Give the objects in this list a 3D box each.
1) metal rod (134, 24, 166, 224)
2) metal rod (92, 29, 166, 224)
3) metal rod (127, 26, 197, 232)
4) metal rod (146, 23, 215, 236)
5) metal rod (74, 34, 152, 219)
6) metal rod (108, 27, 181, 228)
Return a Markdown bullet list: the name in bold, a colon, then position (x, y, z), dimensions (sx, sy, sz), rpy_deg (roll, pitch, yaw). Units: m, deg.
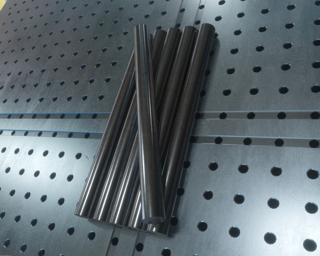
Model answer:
- **metal rod**: position (-0.018, -0.029, 0.404), dimensions (0.025, 0.025, 0.300), rpy_deg (-18, 55, 18)
- **metal rod**: position (-0.034, -0.018, 0.437), dimensions (0.025, 0.025, 0.300), rpy_deg (1, 62, 29)
- **metal rod**: position (0.010, -0.016, 0.415), dimensions (0.025, 0.025, 0.300), rpy_deg (1, 62, 29)
- **metal rod**: position (0.033, -0.016, 0.402), dimensions (0.025, 0.025, 0.300), rpy_deg (1, 62, 29)
- **metal rod**: position (-0.060, -0.020, 0.451), dimensions (0.025, 0.025, 0.300), rpy_deg (1, 62, 29)
- **metal rod**: position (-0.013, -0.017, 0.425), dimensions (0.025, 0.025, 0.300), rpy_deg (1, 62, 29)
